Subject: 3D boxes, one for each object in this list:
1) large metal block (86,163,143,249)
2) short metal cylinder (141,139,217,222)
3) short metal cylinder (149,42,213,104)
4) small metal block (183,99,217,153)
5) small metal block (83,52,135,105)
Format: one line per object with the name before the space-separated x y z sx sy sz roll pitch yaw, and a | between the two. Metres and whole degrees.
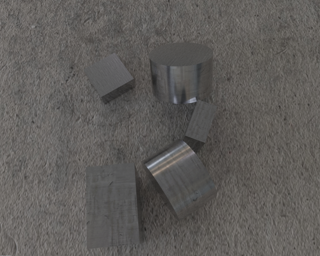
large metal block | -0.048 0.089 0.346 0.050 0.080 0.080 -5 70 -2
short metal cylinder | 0.021 0.059 0.358 0.050 0.080 0.080 -31 73 -11
short metal cylinder | 0.028 -0.073 0.402 0.080 0.050 0.080 -3 35 2
small metal block | 0.048 -0.001 0.395 0.025 0.050 0.050 20 71 3
small metal block | -0.070 -0.069 0.433 0.050 0.025 0.050 -32 73 -11
